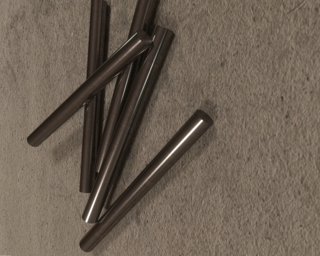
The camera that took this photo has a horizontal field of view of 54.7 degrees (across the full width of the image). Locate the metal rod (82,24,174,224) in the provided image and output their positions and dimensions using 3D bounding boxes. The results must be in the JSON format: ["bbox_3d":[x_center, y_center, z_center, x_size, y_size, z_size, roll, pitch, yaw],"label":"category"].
[{"bbox_3d":[-0.050,0.005,0.435,0.025,0.025,0.298,33,107,35],"label":"metal rod"}]

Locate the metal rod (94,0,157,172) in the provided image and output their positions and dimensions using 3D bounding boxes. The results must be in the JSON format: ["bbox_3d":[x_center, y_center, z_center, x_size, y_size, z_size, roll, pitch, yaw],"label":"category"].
[{"bbox_3d":[-0.047,-0.074,0.441,0.025,0.025,0.298,27,107,36],"label":"metal rod"}]

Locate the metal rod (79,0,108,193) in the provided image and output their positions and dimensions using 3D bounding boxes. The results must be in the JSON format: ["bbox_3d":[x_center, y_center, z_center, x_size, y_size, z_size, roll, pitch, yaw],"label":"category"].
[{"bbox_3d":[-0.105,-0.047,0.489,0.025,0.025,0.298,7,95,39],"label":"metal rod"}]

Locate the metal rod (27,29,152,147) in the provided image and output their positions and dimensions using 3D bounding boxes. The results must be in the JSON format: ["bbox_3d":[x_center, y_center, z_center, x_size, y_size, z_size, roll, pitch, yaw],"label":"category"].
[{"bbox_3d":[-0.122,-0.045,0.468,0.299,0.025,0.025,-33,70,35],"label":"metal rod"}]

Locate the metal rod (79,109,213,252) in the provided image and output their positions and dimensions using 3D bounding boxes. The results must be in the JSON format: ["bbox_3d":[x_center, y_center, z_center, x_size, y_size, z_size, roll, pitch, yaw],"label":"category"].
[{"bbox_3d":[-0.033,0.088,0.429,0.298,0.025,0.025,-50,61,28],"label":"metal rod"}]
